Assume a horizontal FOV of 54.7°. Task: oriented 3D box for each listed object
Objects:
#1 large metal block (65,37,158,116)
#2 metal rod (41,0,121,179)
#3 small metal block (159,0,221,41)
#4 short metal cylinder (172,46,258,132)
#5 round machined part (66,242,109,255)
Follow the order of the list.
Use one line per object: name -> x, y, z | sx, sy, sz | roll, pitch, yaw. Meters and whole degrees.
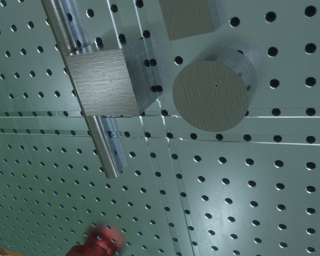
large metal block -> -0.057, -0.062, 0.385 | 0.080, 0.050, 0.080 | 0, 119, 28
metal rod -> -0.108, -0.057, 0.430 | 0.025, 0.025, 0.298 | 0, 119, 28
small metal block -> 0.030, -0.122, 0.319 | 0.050, 0.025, 0.050 | -3, 117, 29
short metal cylinder -> 0.060, -0.042, 0.336 | 0.080, 0.050, 0.079 | 13, 124, 20
round machined part -> -0.145, 0.279, 0.647 | 0.098, 0.042, 0.097 | 13, 124, 20
